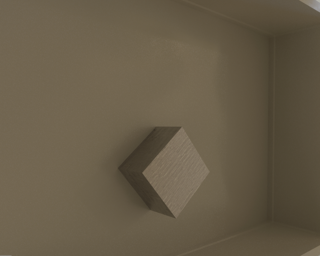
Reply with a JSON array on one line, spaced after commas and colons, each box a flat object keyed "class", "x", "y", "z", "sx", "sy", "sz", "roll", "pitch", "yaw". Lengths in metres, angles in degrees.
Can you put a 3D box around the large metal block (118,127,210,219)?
[{"class": "large metal block", "x": 0.007, "y": 0.054, "z": 0.399, "sx": 0.080, "sy": 0.050, "sz": 0.080, "roll": -48, "pitch": 119, "yaw": -29}]
